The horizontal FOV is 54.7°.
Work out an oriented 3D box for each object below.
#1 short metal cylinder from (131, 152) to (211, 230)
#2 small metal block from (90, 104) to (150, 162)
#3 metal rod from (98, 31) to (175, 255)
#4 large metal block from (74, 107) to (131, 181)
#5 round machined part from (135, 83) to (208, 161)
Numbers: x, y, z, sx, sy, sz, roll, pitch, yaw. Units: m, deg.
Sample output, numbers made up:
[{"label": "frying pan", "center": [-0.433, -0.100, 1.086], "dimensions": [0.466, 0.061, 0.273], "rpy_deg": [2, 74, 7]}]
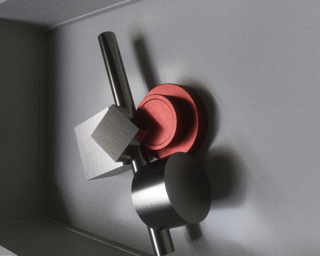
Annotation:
[{"label": "short metal cylinder", "center": [0.014, 0.073, 0.356], "dimensions": [0.050, 0.081, 0.080], "rpy_deg": [-26, 74, 37]}, {"label": "small metal block", "center": [-0.049, 0.007, 0.381], "dimensions": [0.050, 0.025, 0.050], "rpy_deg": [42, 104, 24]}, {"label": "metal rod", "center": [-0.035, 0.010, 0.404], "dimensions": [0.025, 0.025, 0.299], "rpy_deg": [-26, 74, 37]}, {"label": "large metal block", "center": [-0.070, 0.023, 0.441], "dimensions": [0.080, 0.050, 0.080], "rpy_deg": [-26, 74, 37]}, {"label": "round machined part", "center": [0.007, -0.007, 0.386], "dimensions": [0.098, 0.042, 0.097], "rpy_deg": [0, 90, 39]}]
